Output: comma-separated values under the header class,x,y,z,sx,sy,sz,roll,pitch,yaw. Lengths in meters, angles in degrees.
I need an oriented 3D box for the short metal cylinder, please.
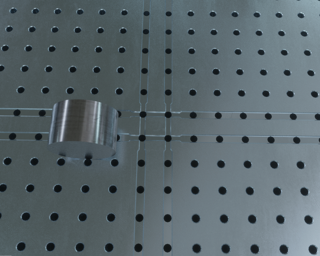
class,x,y,z,sx,sy,sz,roll,pitch,yaw
short metal cylinder,-0.093,0.004,0.380,0.081,0.080,0.050,1,70,0
